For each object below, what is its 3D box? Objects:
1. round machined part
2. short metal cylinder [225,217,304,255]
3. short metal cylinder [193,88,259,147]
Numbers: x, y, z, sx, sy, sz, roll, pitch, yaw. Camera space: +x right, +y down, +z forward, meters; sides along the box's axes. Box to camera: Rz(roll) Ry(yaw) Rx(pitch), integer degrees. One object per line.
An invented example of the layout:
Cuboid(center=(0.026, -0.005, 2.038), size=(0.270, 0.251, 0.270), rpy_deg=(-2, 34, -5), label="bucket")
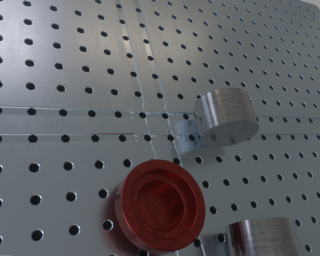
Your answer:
Cuboid(center=(-0.003, 0.088, 0.343), size=(0.099, 0.042, 0.098), rpy_deg=(14, 56, -21), label="round machined part")
Cuboid(center=(0.118, 0.137, 0.353), size=(0.081, 0.080, 0.050), rpy_deg=(11, 57, -23), label="short metal cylinder")
Cuboid(center=(0.090, -0.012, 0.429), size=(0.081, 0.080, 0.050), rpy_deg=(5, 60, -26), label="short metal cylinder")
